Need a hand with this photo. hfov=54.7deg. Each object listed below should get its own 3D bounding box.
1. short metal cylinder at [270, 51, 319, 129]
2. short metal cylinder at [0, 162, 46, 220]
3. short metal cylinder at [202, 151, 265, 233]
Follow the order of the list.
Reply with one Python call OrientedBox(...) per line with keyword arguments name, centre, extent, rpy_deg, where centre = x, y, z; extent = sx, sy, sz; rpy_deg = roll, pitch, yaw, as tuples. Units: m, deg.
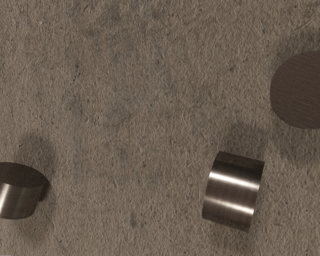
OrientedBox(name="short metal cylinder", centre=(0.163, -0.039, 0.338), extent=(0.080, 0.050, 0.079), rpy_deg=(0, 90, 19))
OrientedBox(name="short metal cylinder", centre=(-0.216, 0.090, 0.454), extent=(0.080, 0.080, 0.050), rpy_deg=(25, 98, 18))
OrientedBox(name="short metal cylinder", centre=(0.084, 0.071, 0.350), extent=(0.050, 0.080, 0.079), rpy_deg=(13, 94, 19))
